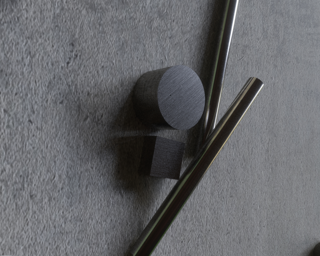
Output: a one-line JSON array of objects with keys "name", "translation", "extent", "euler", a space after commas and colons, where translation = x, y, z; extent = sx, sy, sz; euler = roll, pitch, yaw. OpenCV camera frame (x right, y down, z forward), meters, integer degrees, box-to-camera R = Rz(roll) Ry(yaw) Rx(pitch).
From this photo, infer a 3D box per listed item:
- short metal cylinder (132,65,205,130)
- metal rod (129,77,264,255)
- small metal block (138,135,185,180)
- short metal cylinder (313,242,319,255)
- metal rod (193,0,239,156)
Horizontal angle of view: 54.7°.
[{"name": "short metal cylinder", "translation": [0.012, -0.037, 0.398], "extent": [0.081, 0.050, 0.079], "euler": [0, 90, -40]}, {"name": "metal rod", "translation": [0.059, 0.045, 0.426], "extent": [0.025, 0.025, 0.300], "euler": [48, 70, -30]}, {"name": "small metal block", "translation": [0.003, 0.039, 0.407], "extent": [0.050, 0.025, 0.050], "euler": [16, 80, -39]}, {"name": "short metal cylinder", "translation": [0.401, 0.292, 0.706], "extent": [0.050, 0.080, 0.079], "euler": [-5, 93, -40]}, {"name": "metal rod", "translation": [0.092, -0.100, 0.481], "extent": [0.025, 0.025, 0.299], "euler": [20, 77, -38]}]
